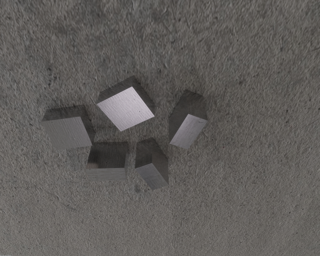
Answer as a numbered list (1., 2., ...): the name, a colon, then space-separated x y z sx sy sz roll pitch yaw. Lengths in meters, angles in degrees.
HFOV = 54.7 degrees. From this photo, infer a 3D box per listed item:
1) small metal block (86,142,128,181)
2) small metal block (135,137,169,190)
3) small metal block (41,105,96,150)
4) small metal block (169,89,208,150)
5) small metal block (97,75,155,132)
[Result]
1. small metal block: -0.071 0.046 0.429 0.050 0.050 0.025 -1 130 1
2. small metal block: -0.010 0.050 0.433 0.025 0.050 0.050 -21 127 17
3. small metal block: -0.118 0.000 0.406 0.050 0.025 0.050 -7 130 6
4. small metal block: 0.033 -0.011 0.382 0.025 0.050 0.050 19 128 -15
5. small metal block: -0.041 -0.029 0.382 0.050 0.025 0.050 -24 127 19
